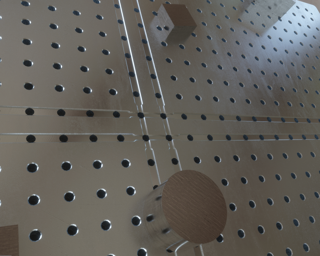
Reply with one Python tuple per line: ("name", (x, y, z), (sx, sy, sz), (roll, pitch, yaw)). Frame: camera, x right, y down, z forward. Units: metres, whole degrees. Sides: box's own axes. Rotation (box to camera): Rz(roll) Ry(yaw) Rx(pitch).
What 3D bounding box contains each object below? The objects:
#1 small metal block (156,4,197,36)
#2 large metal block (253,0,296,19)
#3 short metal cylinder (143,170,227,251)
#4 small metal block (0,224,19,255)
("small metal block", (0.029, -0.188, 0.541), (0.050, 0.025, 0.050), (-13, 69, -34))
("large metal block", (0.274, -0.322, 0.740), (0.080, 0.050, 0.080), (26, 52, -13))
("short metal cylinder", (0.028, 0.094, 0.351), (0.081, 0.050, 0.080), (14, 56, -21))
("small metal block", (-0.147, 0.113, 0.260), (0.050, 0.025, 0.050), (0, 62, -28))
